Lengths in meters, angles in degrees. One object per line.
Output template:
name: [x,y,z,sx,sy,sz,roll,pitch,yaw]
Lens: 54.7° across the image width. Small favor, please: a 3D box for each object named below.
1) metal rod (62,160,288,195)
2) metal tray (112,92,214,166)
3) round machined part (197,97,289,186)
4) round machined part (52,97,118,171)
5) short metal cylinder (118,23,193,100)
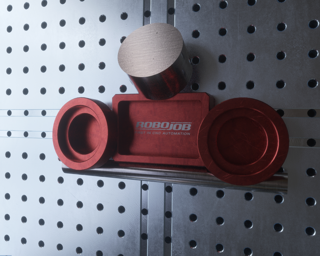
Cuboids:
metal rod: [0.005,0.059,0.406,0.301,0.025,0.025,2,91,19]
metal tray: [0.002,0.000,0.404,0.130,0.030,0.089,1,91,19]
round machined part: [0.094,0.015,0.361,0.098,0.042,0.097,0,88,12]
round machined part: [-0.098,0.008,0.429,0.098,0.042,0.097,-1,87,28]
short metal cylinder: [-0.005,-0.081,0.381,0.080,0.050,0.080,-8,61,15]
